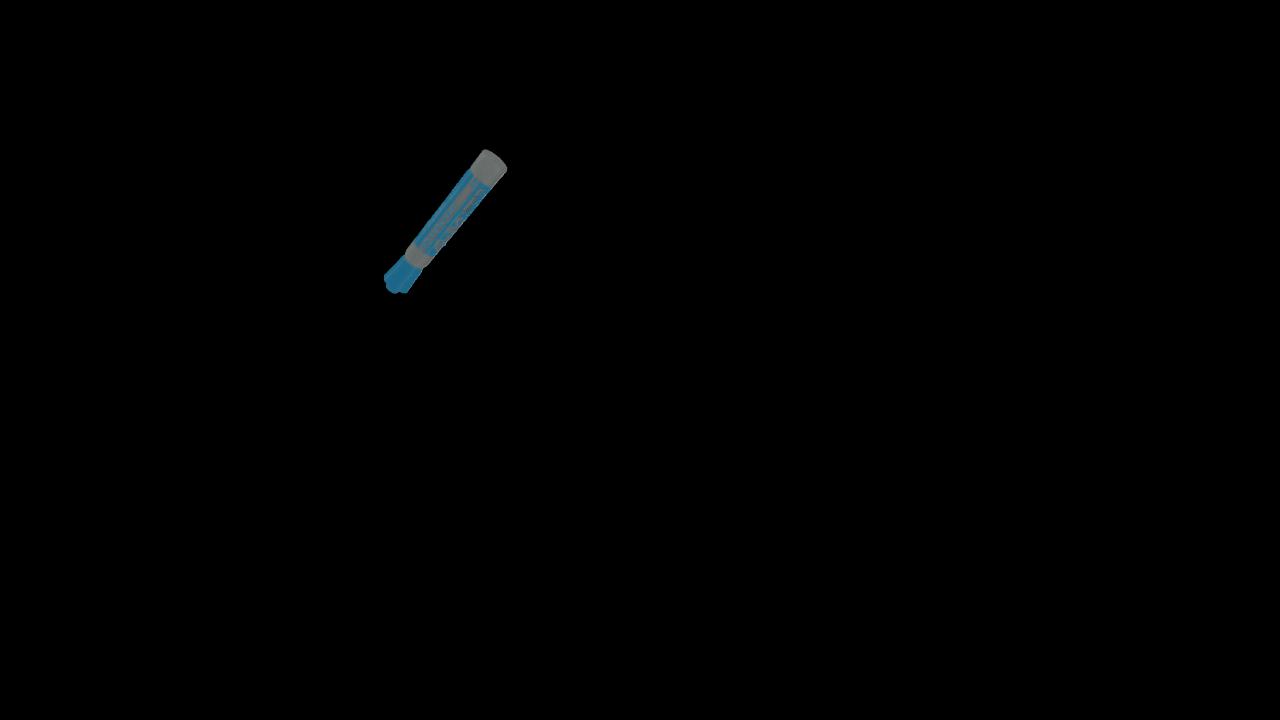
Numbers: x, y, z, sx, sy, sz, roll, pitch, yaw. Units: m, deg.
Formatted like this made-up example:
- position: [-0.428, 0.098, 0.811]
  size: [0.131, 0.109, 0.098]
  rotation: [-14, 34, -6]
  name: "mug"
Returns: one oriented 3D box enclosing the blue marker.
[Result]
- position: [-0.132, -0.088, 0.410]
  size: [0.121, 0.020, 0.020]
  rotation: [-43, -18, 20]
  name: "blue marker"
